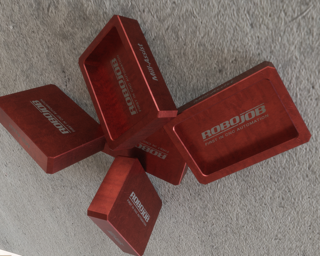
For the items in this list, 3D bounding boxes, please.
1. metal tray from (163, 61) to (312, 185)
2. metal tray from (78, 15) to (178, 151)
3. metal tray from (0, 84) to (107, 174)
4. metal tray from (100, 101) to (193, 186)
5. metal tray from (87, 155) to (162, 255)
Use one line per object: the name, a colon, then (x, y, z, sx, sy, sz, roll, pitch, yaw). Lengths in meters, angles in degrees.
metal tray: (0.081, -0.002, 0.339, 0.130, 0.030, 0.090, -28, 104, 22)
metal tray: (-0.042, -0.050, 0.357, 0.090, 0.030, 0.130, -36, 70, 38)
metal tray: (-0.147, -0.005, 0.419, 0.130, 0.091, 0.030, 39, 131, 23)
metal tray: (-0.019, 0.014, 0.422, 0.130, 0.030, 0.089, 23, 127, 13)
metal tray: (-0.042, 0.110, 0.430, 0.030, 0.090, 0.130, 6, 142, 26)
